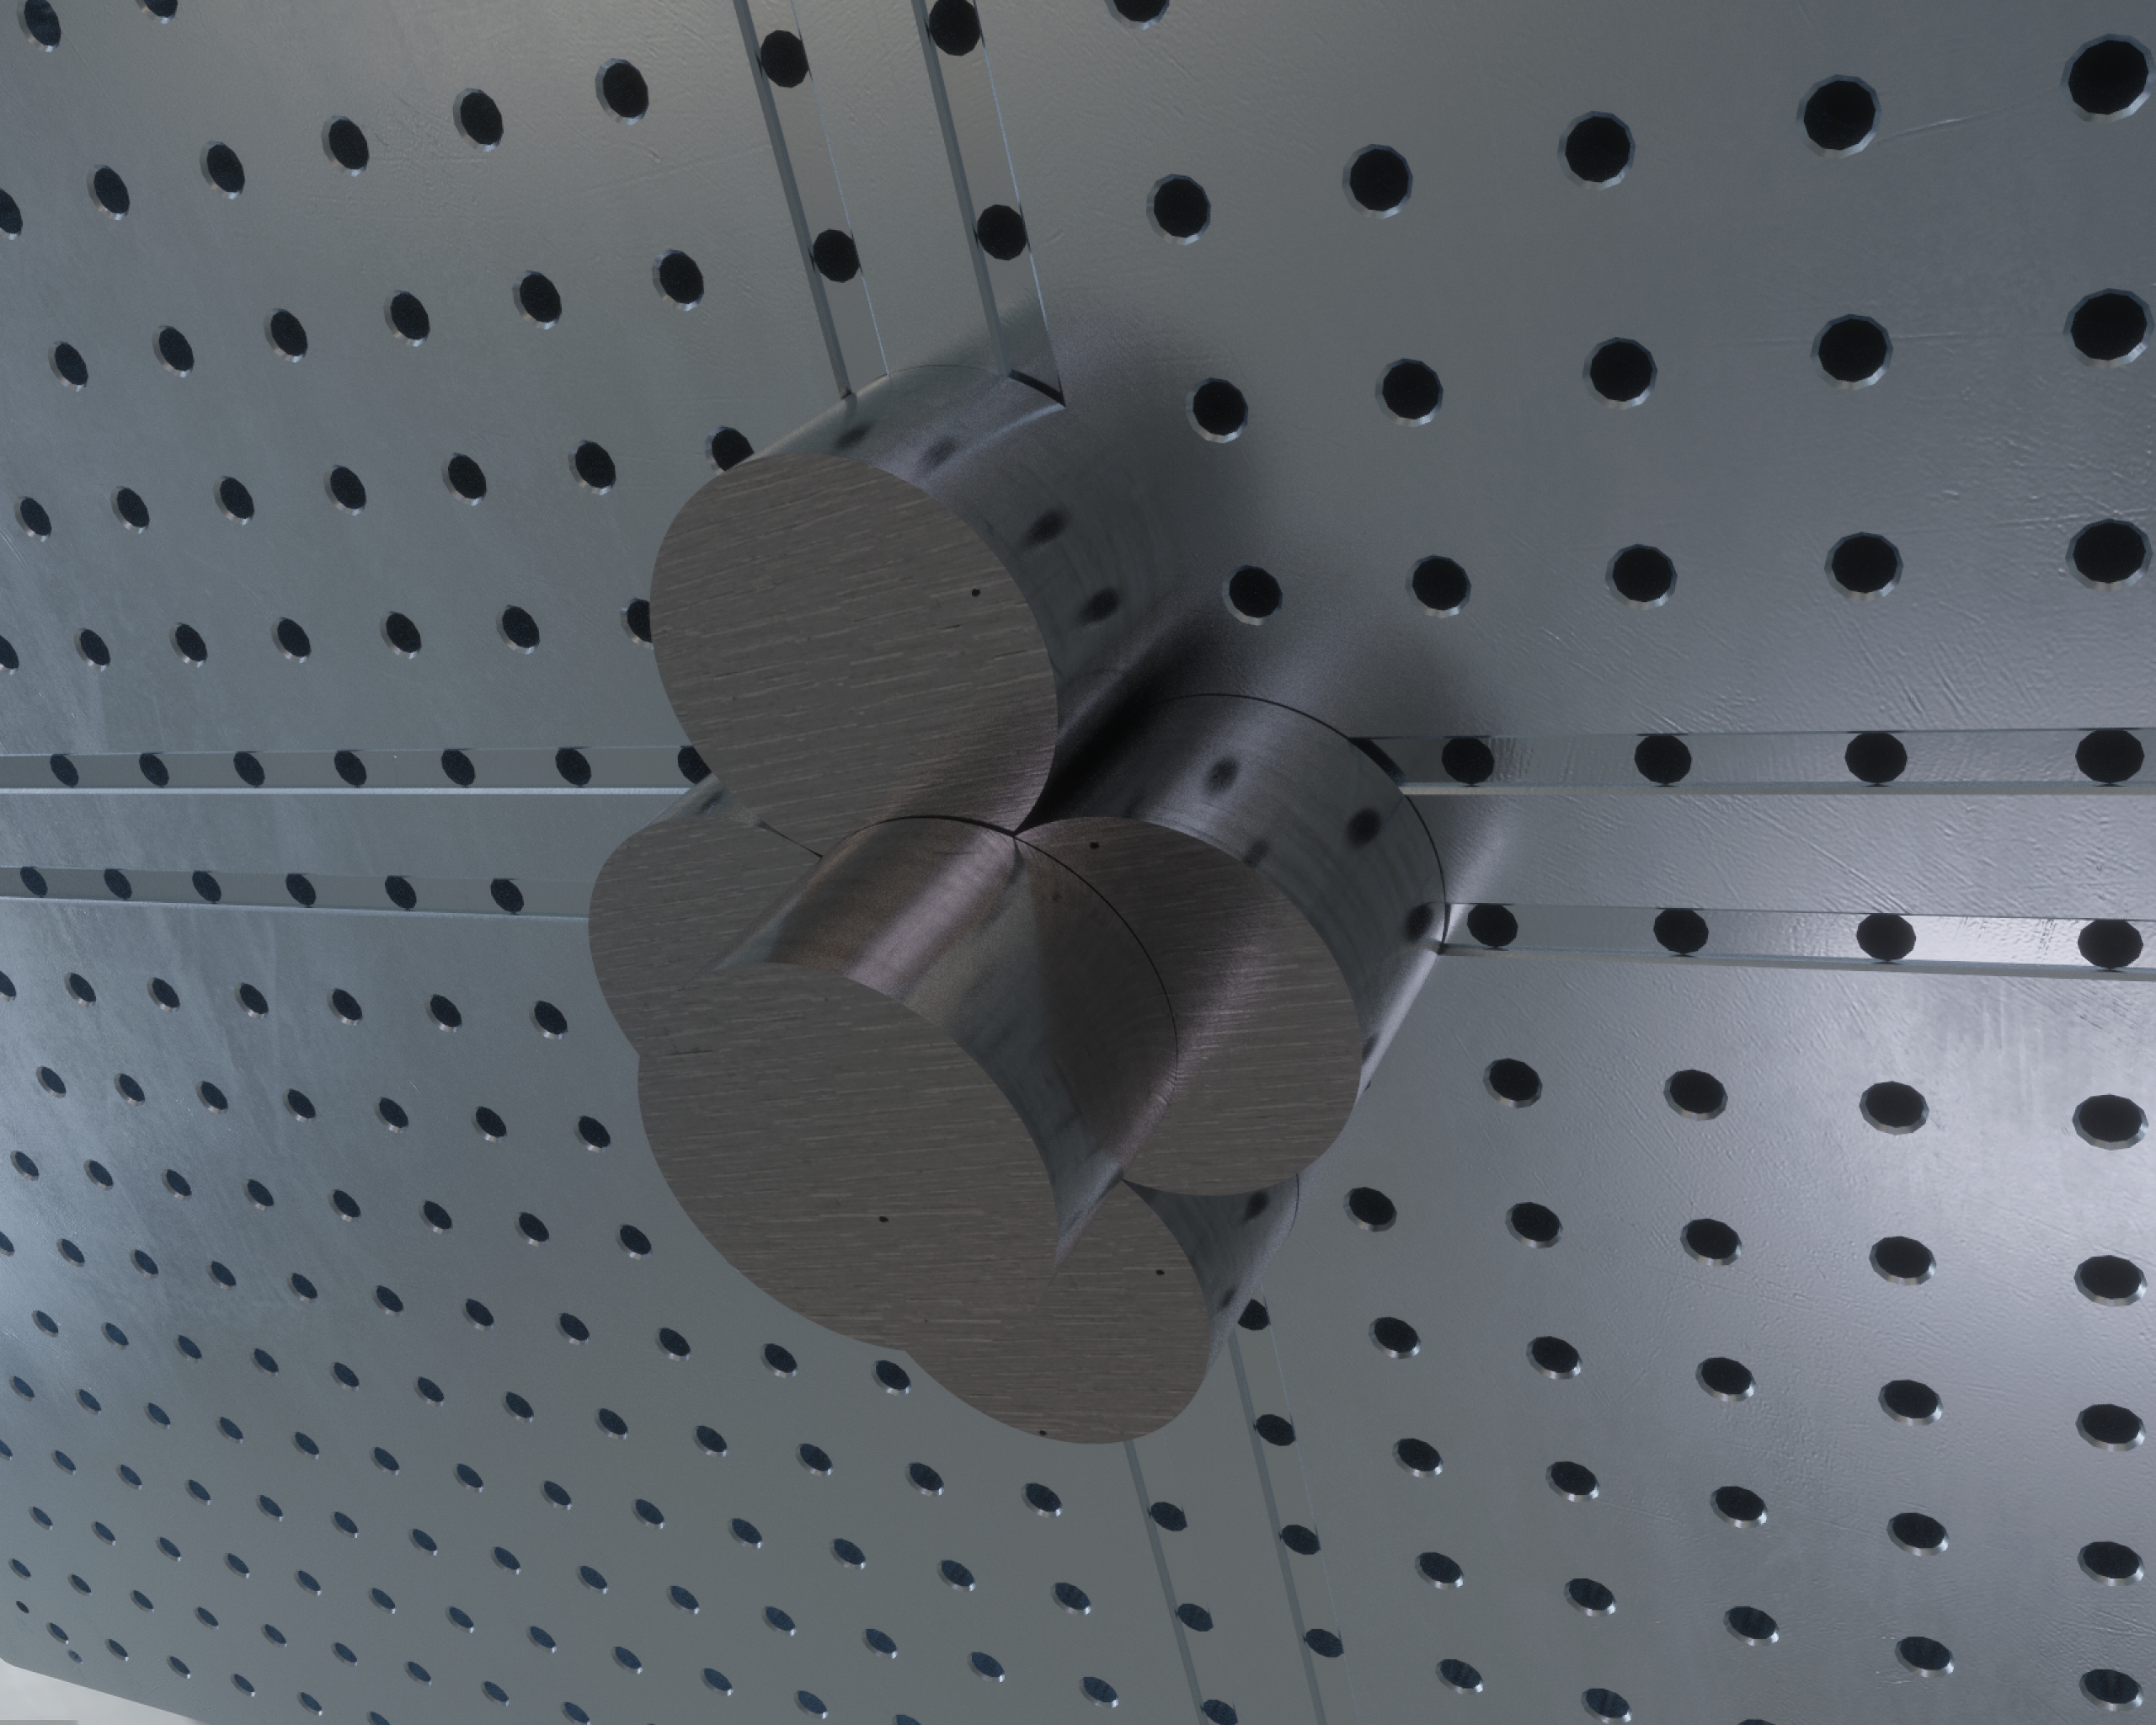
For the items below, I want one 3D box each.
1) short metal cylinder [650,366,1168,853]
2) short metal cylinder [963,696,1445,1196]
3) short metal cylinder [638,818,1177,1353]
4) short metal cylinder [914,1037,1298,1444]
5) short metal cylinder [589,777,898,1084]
[{"bbox_3d":[-0.030,-0.045,0.383,0.080,0.050,0.079,13,124,20],"label":"short metal cylinder"},{"bbox_3d":[0.023,0.015,0.392,0.080,0.050,0.079,13,124,21],"label":"short metal cylinder"},{"bbox_3d":[-0.029,0.039,0.369,0.080,0.050,0.079,13,124,21],"label":"short metal cylinder"},{"bbox_3d":[0.000,0.075,0.441,0.080,0.050,0.079,12,122,21],"label":"short metal cylinder"},{"bbox_3d":[-0.053,0.014,0.432,0.080,0.050,0.079,13,124,21],"label":"short metal cylinder"}]
